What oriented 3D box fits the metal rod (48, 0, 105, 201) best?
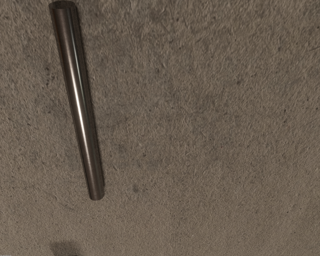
[{"bbox_3d":[-0.099,-0.007,0.399,0.025,0.025,0.298,0,130,-1],"label":"metal rod"}]
